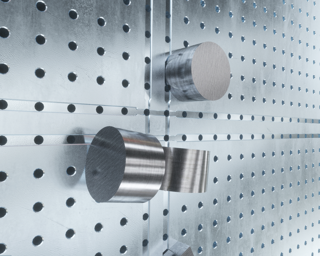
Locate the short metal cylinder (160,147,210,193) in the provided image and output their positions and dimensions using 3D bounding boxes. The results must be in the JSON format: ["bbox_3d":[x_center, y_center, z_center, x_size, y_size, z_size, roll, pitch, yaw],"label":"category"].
[{"bbox_3d":[0.021,0.050,0.391,0.081,0.080,0.050,9,85,-40],"label":"short metal cylinder"}]

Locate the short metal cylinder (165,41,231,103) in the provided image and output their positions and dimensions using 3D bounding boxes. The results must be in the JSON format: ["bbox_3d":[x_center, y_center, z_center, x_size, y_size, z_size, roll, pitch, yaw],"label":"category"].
[{"bbox_3d":[0.055,-0.077,0.438,0.081,0.050,0.079,0,90,-40],"label":"short metal cylinder"}]

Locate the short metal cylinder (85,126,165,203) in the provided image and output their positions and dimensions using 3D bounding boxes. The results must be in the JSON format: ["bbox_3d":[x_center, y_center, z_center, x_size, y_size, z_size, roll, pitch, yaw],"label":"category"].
[{"bbox_3d":[-0.040,0.041,0.340,0.050,0.080,0.080,13,82,-40],"label":"short metal cylinder"}]

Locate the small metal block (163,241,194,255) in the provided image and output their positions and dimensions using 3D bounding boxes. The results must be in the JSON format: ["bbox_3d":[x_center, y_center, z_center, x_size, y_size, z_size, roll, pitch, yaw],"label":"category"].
[{"bbox_3d":[0.025,0.196,0.430,0.050,0.025,0.050,-32,110,-35],"label":"small metal block"}]
